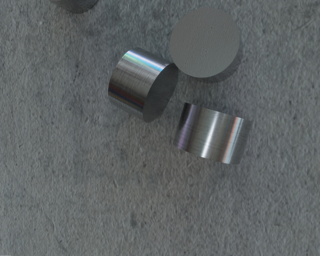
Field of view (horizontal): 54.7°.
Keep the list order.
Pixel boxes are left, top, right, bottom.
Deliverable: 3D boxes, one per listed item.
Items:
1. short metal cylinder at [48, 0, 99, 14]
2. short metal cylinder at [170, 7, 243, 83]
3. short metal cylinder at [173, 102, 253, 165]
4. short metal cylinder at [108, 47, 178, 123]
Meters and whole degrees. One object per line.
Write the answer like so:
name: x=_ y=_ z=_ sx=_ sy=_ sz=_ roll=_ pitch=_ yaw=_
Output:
short metal cylinder: x=-0.128 y=-0.211 z=0.439 sx=0.080 sy=0.050 sz=0.079 roll=0 pitch=90 yaw=19
short metal cylinder: x=0.058 y=-0.097 z=0.375 sx=0.080 sy=0.050 sz=0.079 roll=0 pitch=90 yaw=19
short metal cylinder: x=0.060 y=0.005 z=0.358 sx=0.080 sy=0.080 sz=0.050 roll=18 pitch=96 yaw=19
short metal cylinder: x=-0.019 y=-0.053 z=0.386 sx=0.050 sy=0.080 sz=0.080 roll=28 pitch=99 yaw=17
